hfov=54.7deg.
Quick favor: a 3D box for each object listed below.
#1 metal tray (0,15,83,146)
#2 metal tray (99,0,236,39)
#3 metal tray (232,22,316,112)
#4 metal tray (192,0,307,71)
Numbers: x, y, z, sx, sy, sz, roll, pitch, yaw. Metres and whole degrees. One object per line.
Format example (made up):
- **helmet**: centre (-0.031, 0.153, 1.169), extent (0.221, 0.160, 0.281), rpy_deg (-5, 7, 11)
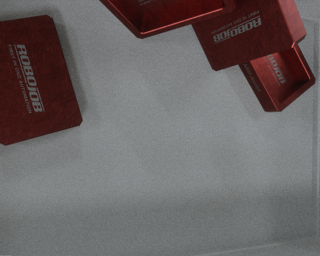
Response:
- **metal tray**: centre (-0.151, -0.054, 0.352), extent (0.091, 0.030, 0.129), rpy_deg (-17, 96, -20)
- **metal tray**: centre (0.007, -0.150, 0.342), extent (0.090, 0.130, 0.030), rpy_deg (33, 55, -54)
- **metal tray**: centre (0.172, -0.100, 0.472), extent (0.090, 0.030, 0.130), rpy_deg (-37, 102, -17)
- **metal tray**: centre (0.103, -0.130, 0.390), extent (0.030, 0.130, 0.090), rpy_deg (-36, 106, -31)
